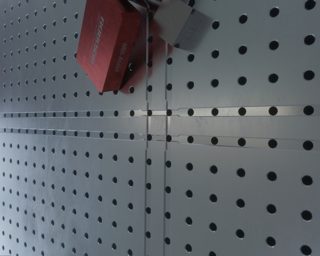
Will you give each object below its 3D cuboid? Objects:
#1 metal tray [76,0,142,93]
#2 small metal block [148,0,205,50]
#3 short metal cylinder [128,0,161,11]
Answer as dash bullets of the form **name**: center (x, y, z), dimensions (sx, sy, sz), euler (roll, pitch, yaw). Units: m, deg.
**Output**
- **metal tray**: center (-0.079, -0.128, 0.448), dimensions (0.090, 0.030, 0.129), euler (51, 137, 27)
- **small metal block**: center (0.020, -0.135, 0.393), dimensions (0.050, 0.025, 0.050), euler (45, 117, 30)
- **short metal cylinder**: center (-0.016, -0.202, 0.406), dimensions (0.080, 0.050, 0.079), euler (0, 90, 40)
